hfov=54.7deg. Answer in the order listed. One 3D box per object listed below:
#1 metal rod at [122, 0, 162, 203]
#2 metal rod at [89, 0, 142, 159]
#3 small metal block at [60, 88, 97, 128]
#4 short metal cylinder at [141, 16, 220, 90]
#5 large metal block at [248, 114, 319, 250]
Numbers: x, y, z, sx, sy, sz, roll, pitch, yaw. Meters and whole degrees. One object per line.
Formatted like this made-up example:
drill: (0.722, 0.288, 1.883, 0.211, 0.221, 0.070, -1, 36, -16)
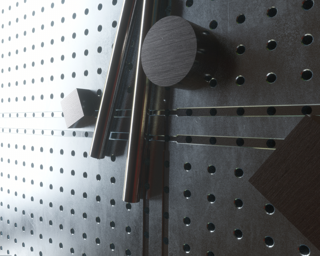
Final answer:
metal rod: (-0.024, -0.045, 0.427, 0.025, 0.025, 0.298, 11, 97, 39)
metal rod: (-0.062, -0.097, 0.457, 0.025, 0.025, 0.298, 24, 105, 37)
small metal block: (-0.138, -0.032, 0.520, 0.050, 0.025, 0.050, -30, 72, 35)
short metal cylinder: (0.024, -0.087, 0.372, 0.080, 0.050, 0.079, 0, 90, 39)
large metal block: (0.143, 0.044, 0.275, 0.080, 0.050, 0.080, 47, 118, 29)
